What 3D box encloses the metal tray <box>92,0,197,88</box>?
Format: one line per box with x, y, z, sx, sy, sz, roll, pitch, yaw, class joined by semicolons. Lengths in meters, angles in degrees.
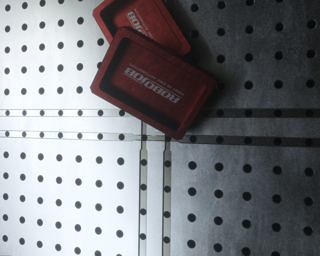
-0.022;-0.128;0.416;0.090;0.030;0.130;-33;80;16;metal tray

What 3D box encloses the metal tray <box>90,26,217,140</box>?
-0.008;-0.055;0.382;0.130;0.030;0.089;29;110;-3;metal tray
